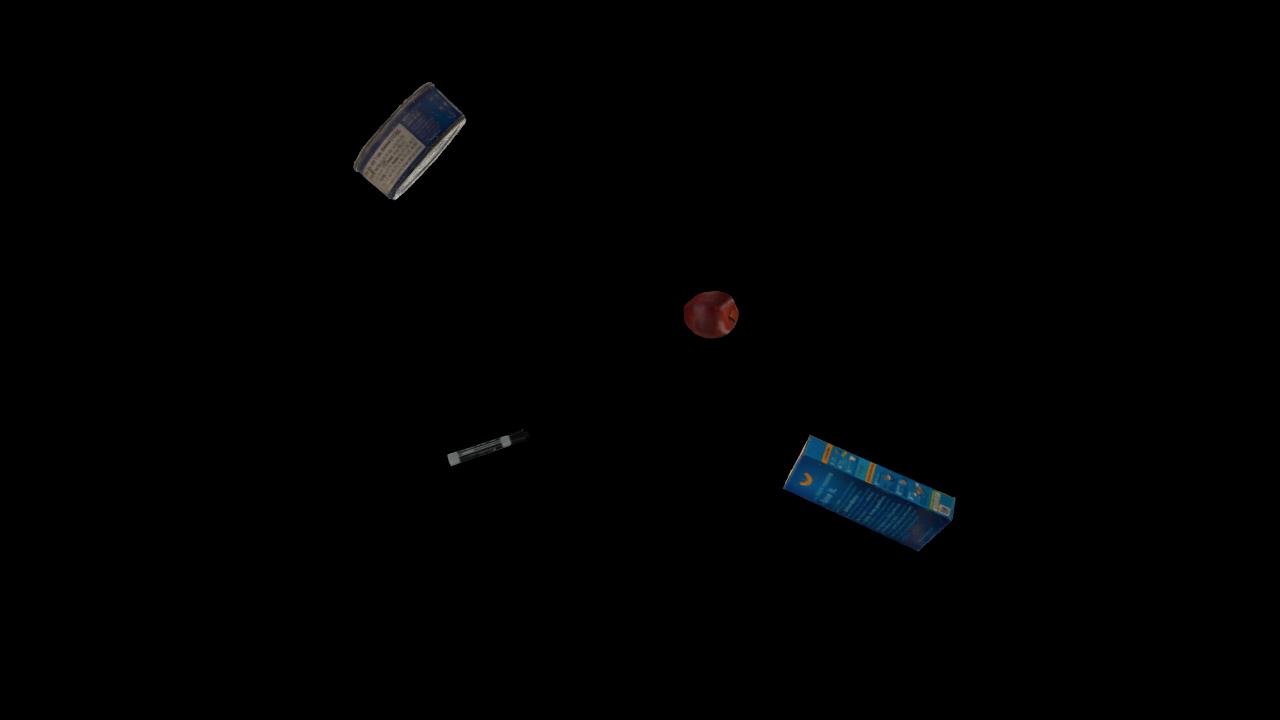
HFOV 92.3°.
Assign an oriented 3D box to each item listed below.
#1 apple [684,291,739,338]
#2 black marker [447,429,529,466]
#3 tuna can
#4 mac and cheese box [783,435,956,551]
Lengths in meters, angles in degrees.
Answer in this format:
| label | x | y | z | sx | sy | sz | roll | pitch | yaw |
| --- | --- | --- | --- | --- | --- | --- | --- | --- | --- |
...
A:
| label | x | y | z | sx | sy | sz | roll | pitch | yaw |
| --- | --- | --- | --- | --- | --- | --- | --- | --- | --- |
| apple | 0.116 | -0.073 | 1.003 | 0.093 | 0.079 | 0.079 | 14 | 9 | 39 |
| black marker | -0.225 | 0.130 | 0.919 | 0.121 | 0.020 | 0.020 | -18 | 5 | -14 |
| tuna can | -0.165 | -0.157 | 0.445 | 0.034 | 0.084 | 0.084 | 42 | -18 | -22 |
| mac and cheese box | 0.285 | 0.169 | 0.780 | 0.184 | 0.041 | 0.093 | 24 | -38 | 13 |
